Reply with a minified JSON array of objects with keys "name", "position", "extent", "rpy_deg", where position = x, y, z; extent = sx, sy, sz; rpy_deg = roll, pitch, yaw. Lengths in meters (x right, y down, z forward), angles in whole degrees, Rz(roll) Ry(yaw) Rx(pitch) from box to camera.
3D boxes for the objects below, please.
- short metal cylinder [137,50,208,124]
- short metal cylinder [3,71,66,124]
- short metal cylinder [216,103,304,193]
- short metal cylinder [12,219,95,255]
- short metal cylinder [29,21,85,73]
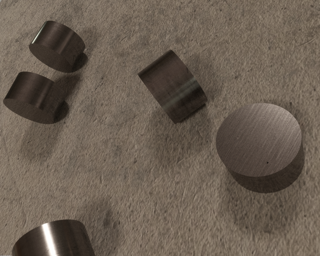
[{"name":"short metal cylinder","position":[0.016,-0.051,0.390],"extent":[0.050,0.080,0.080],"rpy_deg":[-37,51,4]},{"name":"short metal cylinder","position":[-0.201,-0.047,0.500],"extent":[0.080,0.080,0.050],"rpy_deg":[3,64,29]},{"name":"short metal cylinder","position":[0.104,0.021,0.320],"extent":[0.080,0.050,0.080],"rpy_deg":[-13,56,20]},{"name":"short metal cylinder","position":[-0.113,0.145,0.337],"extent":[0.080,0.080,0.050],"rpy_deg":[-37,51,3]},{"name":"short metal cylinder","position":[-0.181,-0.142,0.548],"extent":[0.080,0.080,0.050],"rpy_deg":[11,67,32]}]
